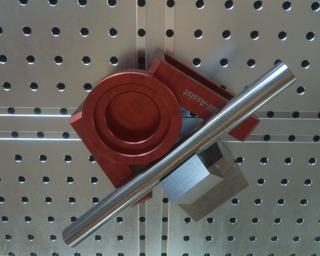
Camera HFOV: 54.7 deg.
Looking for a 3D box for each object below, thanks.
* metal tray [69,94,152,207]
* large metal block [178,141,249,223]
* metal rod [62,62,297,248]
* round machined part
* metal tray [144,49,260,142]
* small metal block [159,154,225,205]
[{"bbox_3d":[-0.054,0.022,0.386,0.030,0.090,0.130,-28,108,9],"label":"metal tray"},{"bbox_3d":[0.058,0.061,0.404,0.080,0.080,0.050,-39,106,13],"label":"large metal block"},{"bbox_3d":[0.009,0.037,0.331,0.300,0.025,0.025,-39,106,12],"label":"metal rod"},{"bbox_3d":[-0.028,-0.014,0.325,0.099,0.042,0.097,0,110,-1],"label":"round machined part"},{"bbox_3d":[0.045,-0.042,0.363,0.131,0.090,0.030,30,108,-11],"label":"metal tray"},{"bbox_3d":[0.036,0.057,0.334,0.050,0.050,0.025,-41,61,13],"label":"small metal block"}]
